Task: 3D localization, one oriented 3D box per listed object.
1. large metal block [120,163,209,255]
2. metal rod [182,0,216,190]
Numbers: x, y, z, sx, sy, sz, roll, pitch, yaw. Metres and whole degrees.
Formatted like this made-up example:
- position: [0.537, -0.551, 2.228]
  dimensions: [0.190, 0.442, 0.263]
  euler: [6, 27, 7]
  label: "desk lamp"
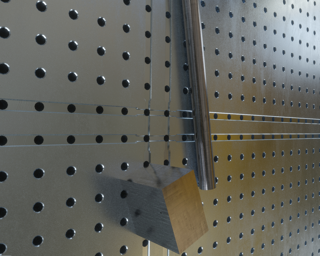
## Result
- position: [0.004, 0.093, 0.377]
  dimensions: [0.050, 0.080, 0.080]
  euler: [-24, 106, -37]
  label: "large metal block"
- position: [0.057, -0.057, 0.456]
  dimensions: [0.025, 0.025, 0.298]
  euler: [-10, 97, -40]
  label: "metal rod"
